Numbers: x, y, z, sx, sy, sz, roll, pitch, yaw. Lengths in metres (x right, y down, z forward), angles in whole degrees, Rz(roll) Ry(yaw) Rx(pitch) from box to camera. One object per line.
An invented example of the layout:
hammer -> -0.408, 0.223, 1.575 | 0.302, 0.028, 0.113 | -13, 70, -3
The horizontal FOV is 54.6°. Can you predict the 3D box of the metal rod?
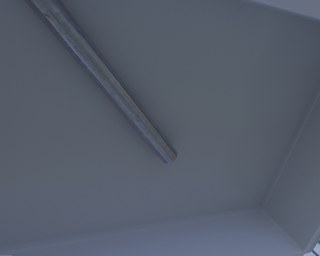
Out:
metal rod -> -0.057, -0.052, 0.344 | 0.025, 0.025, 0.300 | -39, 129, -2
